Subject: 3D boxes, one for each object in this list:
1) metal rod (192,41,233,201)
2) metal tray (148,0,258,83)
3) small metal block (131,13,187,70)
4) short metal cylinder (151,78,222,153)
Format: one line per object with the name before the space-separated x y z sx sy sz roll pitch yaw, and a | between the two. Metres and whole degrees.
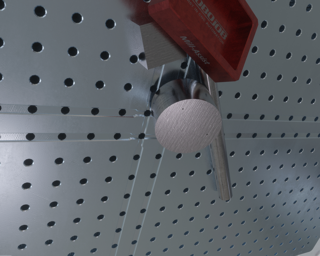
metal rod | 0.081 0.003 0.457 0.025 0.025 0.299 -26 128 -12
metal tray | 0.054 -0.121 0.336 0.130 0.030 0.090 36 69 -39
small metal block | 0.000 -0.100 0.349 0.050 0.025 0.050 -22 127 -16
short metal cylinder | 0.031 -0.015 0.388 0.081 0.050 0.079 -4 127 -6
